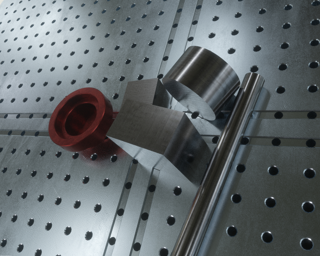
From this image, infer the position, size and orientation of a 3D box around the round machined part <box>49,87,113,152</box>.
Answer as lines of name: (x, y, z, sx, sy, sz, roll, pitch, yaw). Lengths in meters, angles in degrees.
round machined part: (-0.112, -0.008, 0.459, 0.098, 0.042, 0.098, -13, 56, 20)

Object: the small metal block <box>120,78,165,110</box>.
small metal block: (-0.024, -0.042, 0.445, 0.050, 0.025, 0.050, -3, 60, 26)

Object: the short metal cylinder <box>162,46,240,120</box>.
short metal cylinder: (0.050, -0.054, 0.379, 0.080, 0.080, 0.050, 32, 80, 37)

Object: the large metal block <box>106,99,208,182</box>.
large metal block: (-0.001, 0.015, 0.363, 0.080, 0.080, 0.050, 16, 70, 34)

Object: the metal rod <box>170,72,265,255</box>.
metal rod: (0.055, 0.067, 0.337, 0.025, 0.025, 0.300, 14, 68, 33)
